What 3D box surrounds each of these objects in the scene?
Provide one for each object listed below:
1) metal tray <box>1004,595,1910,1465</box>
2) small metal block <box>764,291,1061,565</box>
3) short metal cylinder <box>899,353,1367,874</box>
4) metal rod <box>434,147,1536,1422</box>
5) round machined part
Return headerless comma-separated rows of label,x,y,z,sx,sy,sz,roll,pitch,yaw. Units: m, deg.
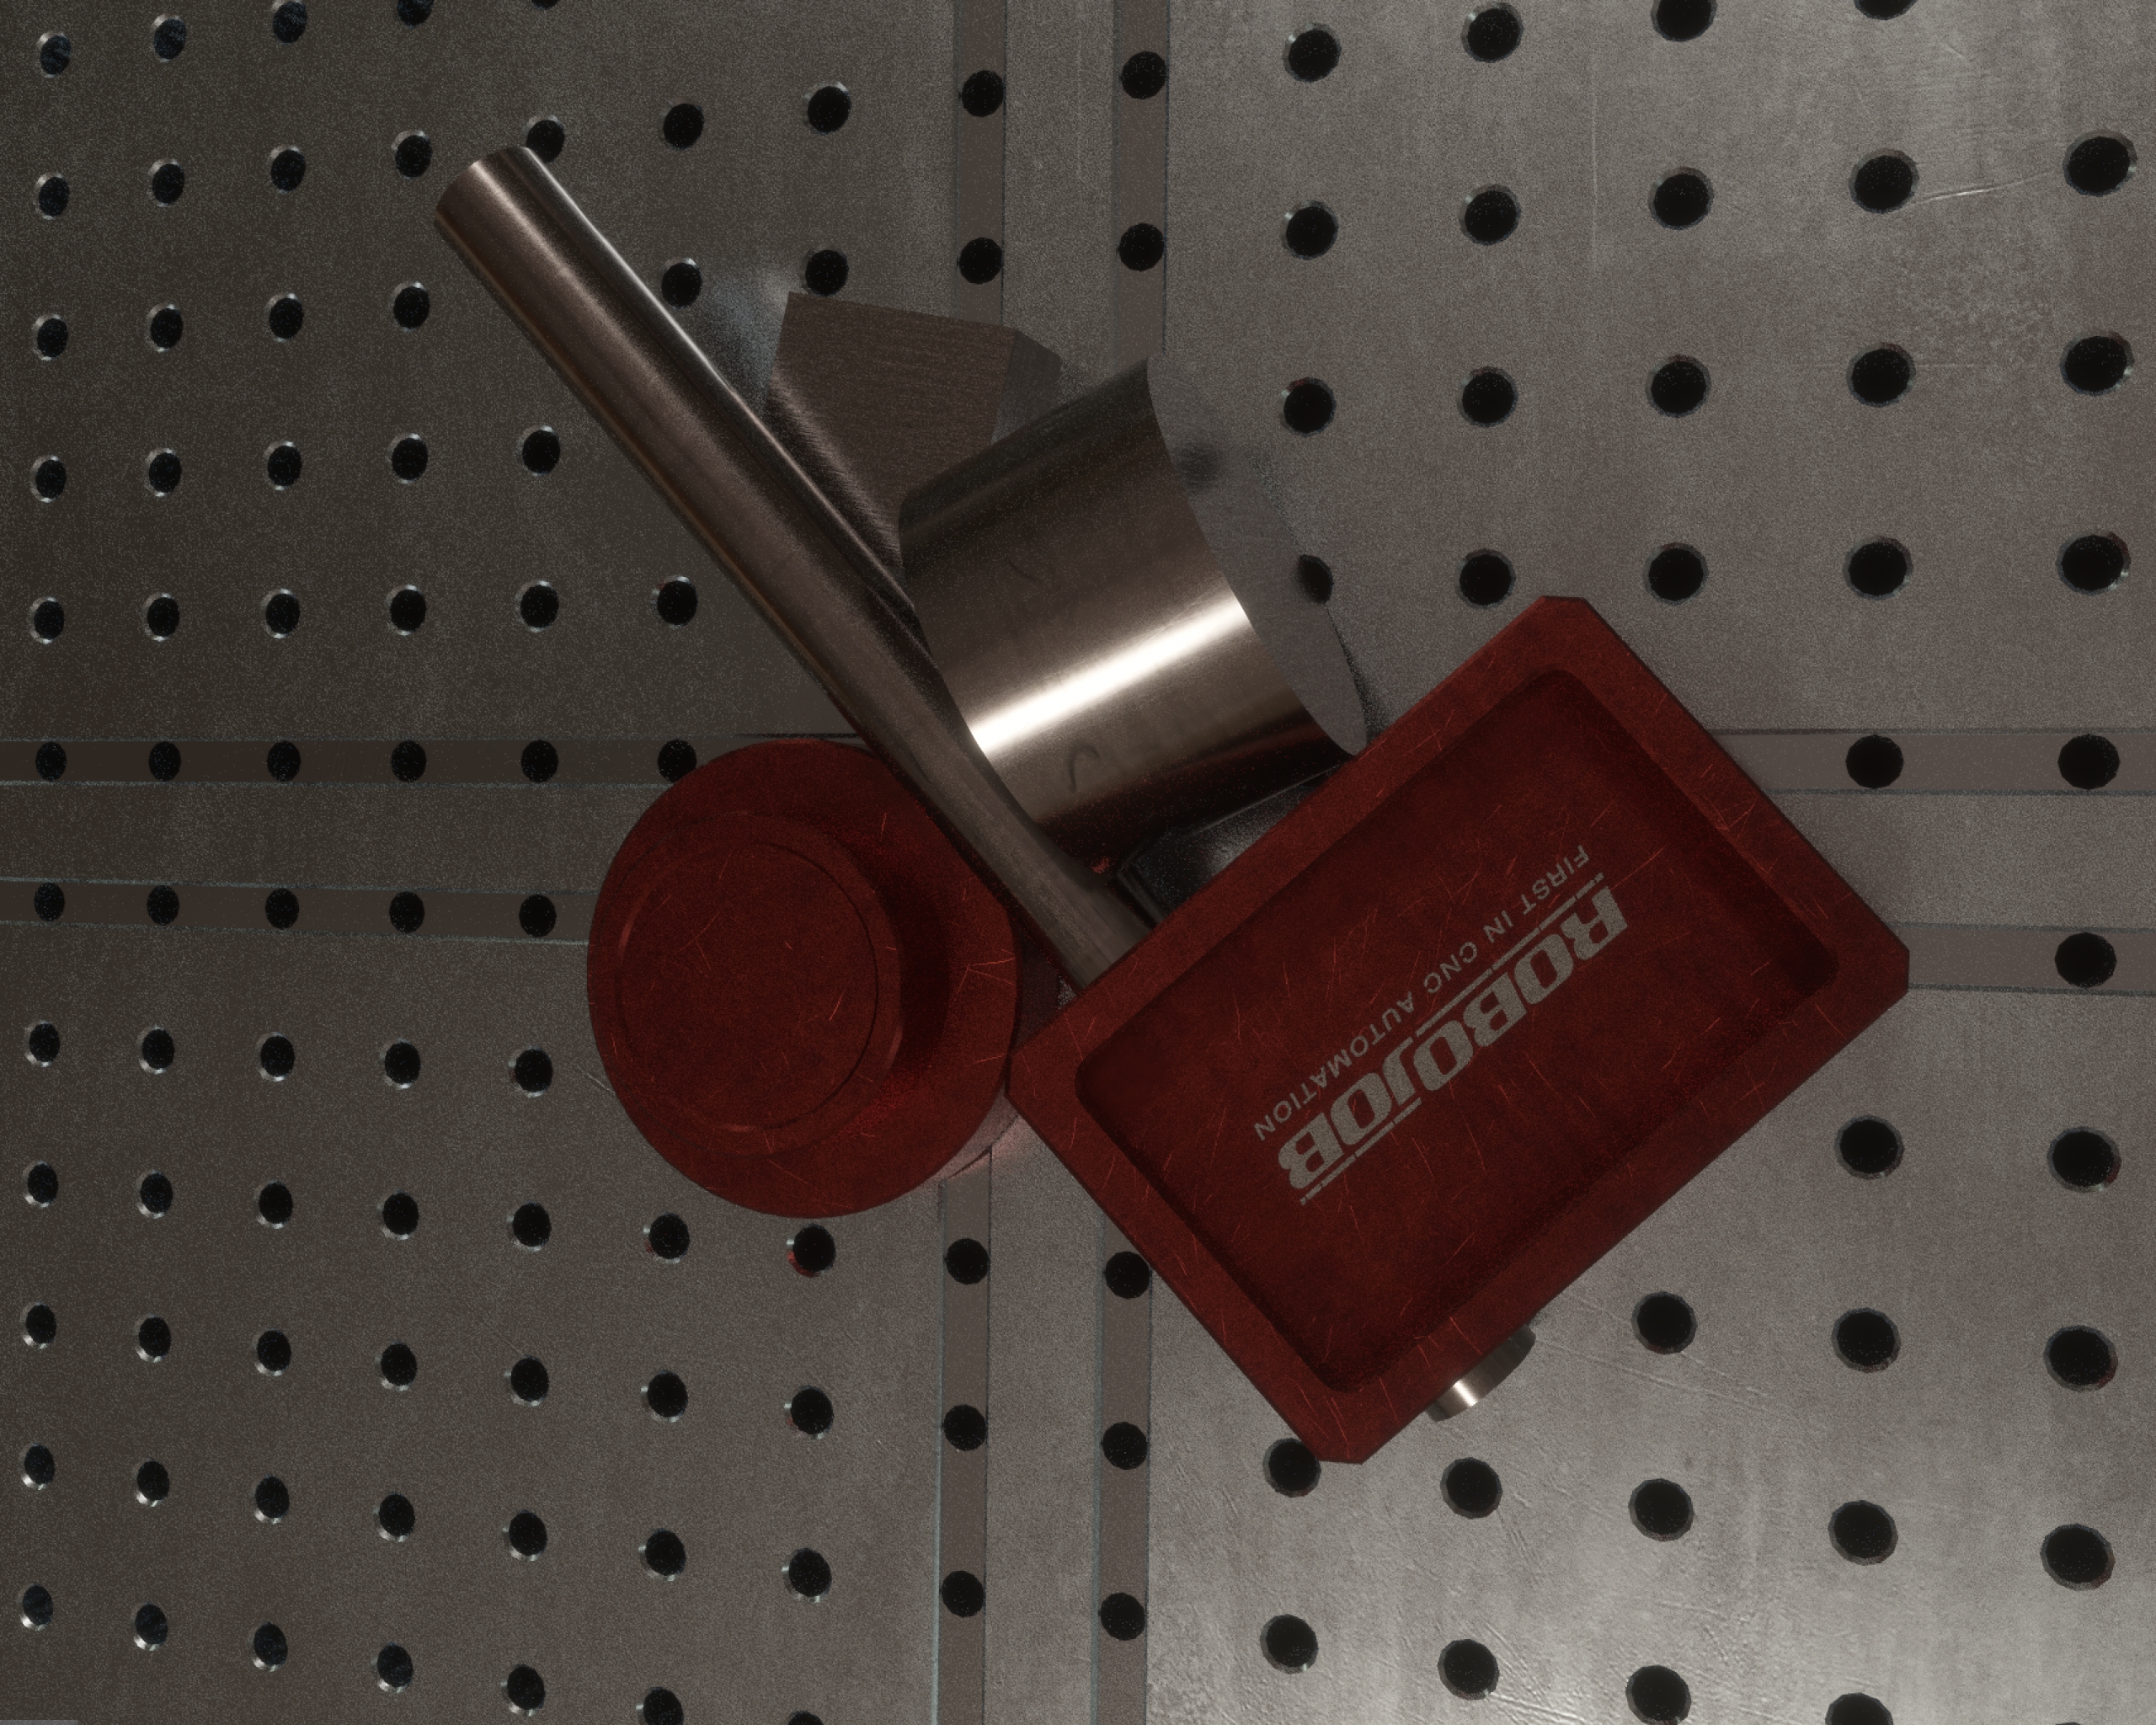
metal tray,0.064,0.028,0.364,0.130,0.030,0.090,-41,85,-1
small metal block,-0.036,-0.085,0.425,0.050,0.025,0.050,14,95,19
short metal cylinder,0.011,-0.044,0.378,0.050,0.080,0.080,-26,82,18
metal rod,-0.021,-0.018,0.401,0.025,0.025,0.300,-41,85,15
round machined part,-0.058,0.023,0.422,0.098,0.042,0.097,0,90,19
